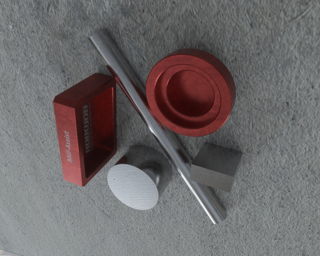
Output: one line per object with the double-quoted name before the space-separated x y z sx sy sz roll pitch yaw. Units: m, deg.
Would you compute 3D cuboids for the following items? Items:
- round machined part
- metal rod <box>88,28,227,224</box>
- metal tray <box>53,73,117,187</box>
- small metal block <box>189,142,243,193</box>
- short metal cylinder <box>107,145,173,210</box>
"round machined part" 0.037 -0.042 0.351 0.098 0.042 0.097 13 124 20
"metal rod" 0.004 0.007 0.410 0.025 0.025 0.299 -24 106 36
"metal tray" -0.094 0.002 0.416 0.030 0.090 0.129 17 125 18
"small metal block" 0.069 0.047 0.380 0.050 0.050 0.025 16 125 19
"short metal cylinder" -0.028 0.071 0.449 0.080 0.050 0.079 13 124 20
